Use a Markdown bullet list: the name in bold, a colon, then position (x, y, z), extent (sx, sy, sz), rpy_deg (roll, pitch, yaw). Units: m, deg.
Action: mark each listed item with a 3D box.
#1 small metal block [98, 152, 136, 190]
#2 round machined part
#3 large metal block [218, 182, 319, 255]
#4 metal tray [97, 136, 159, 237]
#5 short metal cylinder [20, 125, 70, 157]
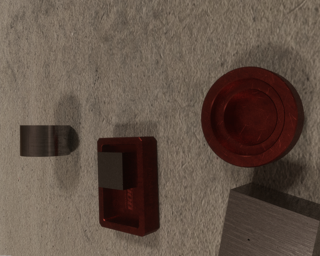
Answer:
- **small metal block**: position (-0.061, 0.058, 0.436), extent (0.050, 0.025, 0.050), rpy_deg (-2, 89, 39)
- **round machined part**: position (0.095, -0.011, 0.315), extent (0.098, 0.042, 0.097), rpy_deg (0, 90, 39)
- **large metal block**: position (0.108, 0.106, 0.298), extent (0.080, 0.050, 0.079), rpy_deg (14, 99, 38)
- **metal tray**: position (-0.047, 0.078, 0.437), extent (0.090, 0.030, 0.129), rpy_deg (-3, 88, 39)
- **short metal cylinder**: position (-0.194, 0.020, 0.526), extent (0.080, 0.081, 0.050), rpy_deg (0, 90, 39)
